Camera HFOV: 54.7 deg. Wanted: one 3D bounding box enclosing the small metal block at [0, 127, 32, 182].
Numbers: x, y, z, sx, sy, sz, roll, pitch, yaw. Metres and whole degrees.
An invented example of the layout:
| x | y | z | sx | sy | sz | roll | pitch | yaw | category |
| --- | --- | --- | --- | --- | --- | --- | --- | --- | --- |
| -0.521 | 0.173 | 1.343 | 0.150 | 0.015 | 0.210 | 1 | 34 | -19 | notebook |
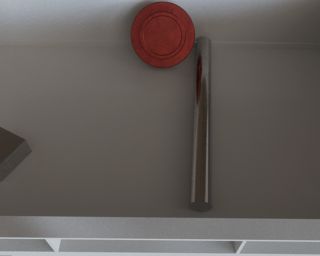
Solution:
| x | y | z | sx | sy | sz | roll | pitch | yaw | category |
| --- | --- | --- | --- | --- | --- | --- | --- | --- | --- |
| -0.197 | 0.030 | 0.378 | 0.050 | 0.025 | 0.050 | 23 | 53 | 17 | small metal block |

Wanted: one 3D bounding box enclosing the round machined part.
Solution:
| x | y | z | sx | sy | sz | roll | pitch | yaw | category |
| --- | --- | --- | --- | --- | --- | --- | --- | --- | --- |
| 0.004 | -0.141 | 0.472 | 0.099 | 0.097 | 0.042 | 2 | 17 | 1 | round machined part |

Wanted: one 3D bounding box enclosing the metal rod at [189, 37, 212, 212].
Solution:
| x | y | z | sx | sy | sz | roll | pitch | yaw | category |
| --- | --- | --- | --- | --- | --- | --- | --- | --- | --- |
| 0.059 | -0.029 | 0.430 | 0.025 | 0.025 | 0.300 | 5 | 50 | 4 | metal rod |
